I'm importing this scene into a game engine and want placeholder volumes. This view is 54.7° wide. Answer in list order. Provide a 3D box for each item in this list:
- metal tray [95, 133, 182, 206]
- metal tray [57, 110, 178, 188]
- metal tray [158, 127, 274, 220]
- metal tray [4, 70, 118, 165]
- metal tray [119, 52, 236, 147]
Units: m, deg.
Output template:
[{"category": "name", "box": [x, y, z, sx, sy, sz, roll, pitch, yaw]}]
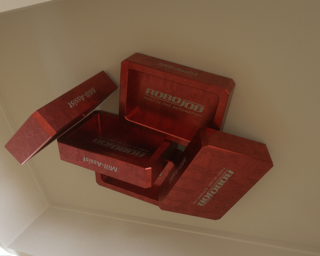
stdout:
[{"category": "metal tray", "box": [-0.034, 0.060, 0.455, 0.130, 0.030, 0.089, 15, 125, 19]}, {"category": "metal tray", "box": [-0.053, 0.022, 0.403, 0.130, 0.090, 0.030, 15, 124, 19]}, {"category": "metal tray", "box": [0.063, 0.062, 0.382, 0.091, 0.030, 0.129, 15, 131, -17]}, {"category": "metal tray", "box": [-0.119, -0.016, 0.388, 0.090, 0.131, 0.030, -33, 100, 38]}, {"category": "metal tray", "box": [0.015, -0.030, 0.375, 0.130, 0.030, 0.089, 19, 126, 16]}]
